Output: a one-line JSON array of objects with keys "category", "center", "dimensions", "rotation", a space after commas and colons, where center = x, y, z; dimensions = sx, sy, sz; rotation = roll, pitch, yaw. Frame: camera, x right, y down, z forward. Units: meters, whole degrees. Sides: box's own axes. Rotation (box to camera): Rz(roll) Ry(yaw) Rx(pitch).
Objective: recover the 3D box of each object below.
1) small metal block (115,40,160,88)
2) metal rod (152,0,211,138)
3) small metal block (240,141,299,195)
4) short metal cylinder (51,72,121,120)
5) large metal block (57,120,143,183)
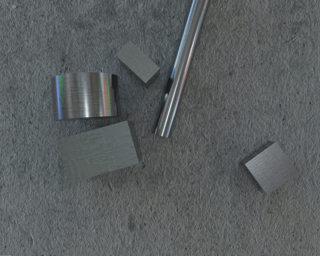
[{"category": "small metal block", "center": [-0.027, -0.080, 0.397], "dimensions": [0.050, 0.050, 0.025], "rotation": [43, 90, -1]}, {"category": "metal rod", "center": [0.043, -0.133, 0.410], "dimensions": [0.025, 0.025, 0.298], "rotation": [16, 90, -1]}, {"category": "small metal block", "center": [0.144, 0.052, 0.412], "dimensions": [0.050, 0.025, 0.050], "rotation": [-36, 90, 0]}, {"category": "short metal cylinder", "center": [-0.090, -0.036, 0.381], "dimensions": [0.081, 0.080, 0.050], "rotation": [-4, 90, -1]}, {"category": "large metal block", "center": [-0.069, 0.026, 0.382], "dimensions": [0.080, 0.080, 0.050], "rotation": [-16, 90, 0]}]
